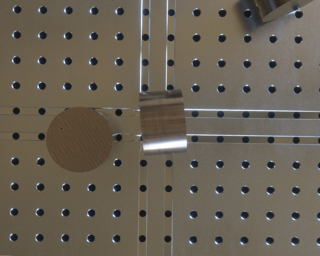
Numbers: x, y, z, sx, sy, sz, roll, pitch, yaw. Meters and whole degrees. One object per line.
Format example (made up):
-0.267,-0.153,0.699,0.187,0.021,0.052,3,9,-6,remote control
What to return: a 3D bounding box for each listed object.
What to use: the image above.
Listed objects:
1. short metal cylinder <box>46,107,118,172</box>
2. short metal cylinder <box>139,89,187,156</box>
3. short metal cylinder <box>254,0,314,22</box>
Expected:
-0.097,0.014,0.400,0.081,0.050,0.079,0,90,0,short metal cylinder
0.004,-0.007,0.386,0.050,0.080,0.080,-5,90,0,short metal cylinder
0.157,-0.176,0.387,0.080,0.080,0.050,-22,90,0,short metal cylinder
